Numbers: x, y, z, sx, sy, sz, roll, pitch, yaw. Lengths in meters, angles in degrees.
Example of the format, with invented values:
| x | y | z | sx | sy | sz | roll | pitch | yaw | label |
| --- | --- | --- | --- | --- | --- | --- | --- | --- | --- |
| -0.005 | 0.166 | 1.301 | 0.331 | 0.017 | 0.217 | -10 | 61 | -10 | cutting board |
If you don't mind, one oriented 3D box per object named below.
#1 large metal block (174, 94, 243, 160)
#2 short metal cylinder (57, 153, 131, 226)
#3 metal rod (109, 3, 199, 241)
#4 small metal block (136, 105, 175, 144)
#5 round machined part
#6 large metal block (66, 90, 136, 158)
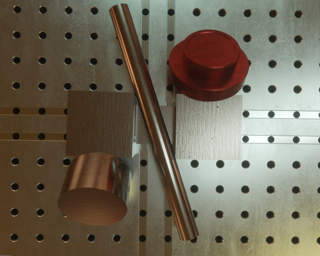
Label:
| x | y | z | sx | sy | sz | roll | pitch | yaw | label |
| --- | --- | --- | --- | --- | --- | --- | --- | --- | --- |
| 0.060 | -0.001 | 0.402 | 0.081 | 0.050 | 0.079 | 1 | 90 | 0 | large metal block |
| -0.078 | 0.076 | 0.379 | 0.080 | 0.050 | 0.079 | 1 | 133 | 1 | short metal cylinder |
| -0.007 | -0.007 | 0.387 | 0.025 | 0.025 | 0.298 | -17 | 90 | 0 | metal rod |
| -0.006 | -0.004 | 0.414 | 0.050 | 0.025 | 0.050 | 1 | 90 | 0 | small metal block |
| 0.060 | -0.083 | 0.381 | 0.099 | 0.042 | 0.098 | 1 | 55 | -1 | round machined part |
| -0.073 | -0.005 | 0.401 | 0.081 | 0.050 | 0.079 | 2 | 90 | 0 | large metal block |
